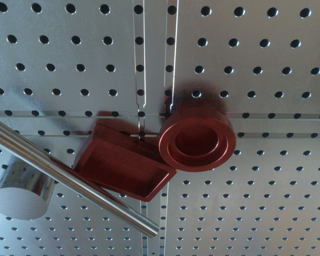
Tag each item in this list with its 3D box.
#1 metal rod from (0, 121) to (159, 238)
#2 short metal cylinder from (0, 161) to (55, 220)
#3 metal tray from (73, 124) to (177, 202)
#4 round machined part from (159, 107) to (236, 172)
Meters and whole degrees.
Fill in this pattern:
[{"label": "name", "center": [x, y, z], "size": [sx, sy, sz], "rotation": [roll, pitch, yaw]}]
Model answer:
[{"label": "metal rod", "center": [-0.107, 0.085, 0.442], "size": [0.025, 0.025, 0.300], "rotation": [-32, 124, 24]}, {"label": "short metal cylinder", "center": [-0.207, 0.097, 0.475], "size": [0.081, 0.050, 0.079], "rotation": [-1, 130, 0]}, {"label": "metal tray", "center": [-0.052, 0.056, 0.455], "size": [0.131, 0.030, 0.089], "rotation": [24, 126, -20]}, {"label": "round machined part", "center": [0.048, 0.011, 0.411], "size": [0.099, 0.042, 0.097], "rotation": [-1, 130, 0]}]
